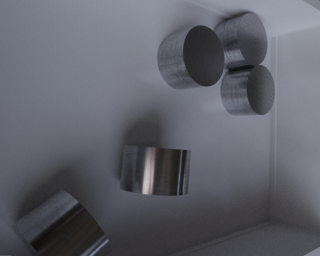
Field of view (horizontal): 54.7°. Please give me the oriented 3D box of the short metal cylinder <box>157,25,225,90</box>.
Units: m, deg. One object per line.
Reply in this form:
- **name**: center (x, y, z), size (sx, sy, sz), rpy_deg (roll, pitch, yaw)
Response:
- **short metal cylinder**: center (0.043, -0.095, 0.426), size (0.081, 0.050, 0.080), rpy_deg (0, 90, -40)

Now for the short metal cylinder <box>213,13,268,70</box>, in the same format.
- **short metal cylinder**: center (0.128, -0.136, 0.497), size (0.081, 0.050, 0.080), rpy_deg (0, 90, -40)

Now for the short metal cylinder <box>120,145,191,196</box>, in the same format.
- **short metal cylinder**: center (-0.005, 0.048, 0.367), size (0.081, 0.080, 0.050), rpy_deg (8, 85, -40)

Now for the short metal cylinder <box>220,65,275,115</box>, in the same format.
- **short metal cylinder**: center (0.146, -0.061, 0.512), size (0.081, 0.050, 0.080), rpy_deg (0, 91, -40)

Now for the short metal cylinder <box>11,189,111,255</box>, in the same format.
- **short metal cylinder**: center (-0.093, 0.106, 0.293), size (0.050, 0.080, 0.080), rpy_deg (-39, 114, -33)
